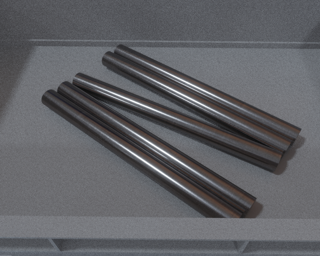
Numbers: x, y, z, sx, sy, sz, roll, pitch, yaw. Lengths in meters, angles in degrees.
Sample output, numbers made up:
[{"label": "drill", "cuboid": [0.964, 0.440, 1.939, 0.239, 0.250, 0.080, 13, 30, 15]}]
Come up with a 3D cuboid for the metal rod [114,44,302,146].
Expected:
[{"label": "metal rod", "cuboid": [0.054, -0.057, 0.451, 0.300, 0.025, 0.025, 30, 56, 22]}]

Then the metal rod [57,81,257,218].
[{"label": "metal rod", "cuboid": [-0.021, 0.015, 0.391, 0.300, 0.025, 0.025, 31, 57, 23]}]

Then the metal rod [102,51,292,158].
[{"label": "metal rod", "cuboid": [0.036, -0.042, 0.439, 0.300, 0.025, 0.025, 30, 56, 22]}]

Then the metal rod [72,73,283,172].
[{"label": "metal rod", "cuboid": [0.010, -0.015, 0.416, 0.301, 0.025, 0.025, 23, 54, 18]}]

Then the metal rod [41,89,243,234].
[{"label": "metal rod", "cuboid": [-0.039, 0.028, 0.380, 0.300, 0.025, 0.025, 31, 57, 23]}]
